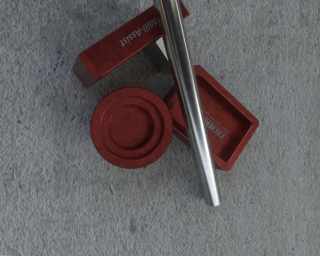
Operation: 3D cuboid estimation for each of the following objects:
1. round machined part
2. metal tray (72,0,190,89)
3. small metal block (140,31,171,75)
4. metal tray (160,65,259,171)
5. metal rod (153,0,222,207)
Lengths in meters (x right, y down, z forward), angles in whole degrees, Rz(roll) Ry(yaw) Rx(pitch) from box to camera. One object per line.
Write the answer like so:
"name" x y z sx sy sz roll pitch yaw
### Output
"round machined part" -0.037 -0.001 0.385 0.099 0.042 0.097 -1 93 -14
"metal tray" -0.037 -0.099 0.362 0.131 0.090 0.030 -39 103 -16
"small metal block" 0.006 -0.096 0.395 0.025 0.050 0.050 -44 119 -12
"metal tray" 0.067 -0.013 0.434 0.130 0.030 0.090 40 77 -16
"metal rod" 0.038 -0.021 0.369 0.025 0.025 0.298 -28 121 -18
